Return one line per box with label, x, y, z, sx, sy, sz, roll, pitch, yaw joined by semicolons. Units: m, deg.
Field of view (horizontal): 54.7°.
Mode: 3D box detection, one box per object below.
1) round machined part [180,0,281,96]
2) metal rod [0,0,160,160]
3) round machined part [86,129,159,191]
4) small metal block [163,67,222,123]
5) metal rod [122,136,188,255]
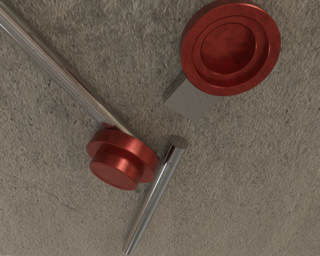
round machined part;0.069;-0.085;0.322;0.099;0.042;0.097;-1;128;-1
metal rod;-0.095;-0.045;0.368;0.025;0.025;0.300;-27;125;21
round machined part;-0.054;0.048;0.411;0.098;0.042;0.098;18;148;12
small metal block;0.039;-0.040;0.373;0.050;0.025;0.050;29;125;-22
metal rod;-0.017;0.128;0.516;0.025;0.025;0.298;13;129;-11
